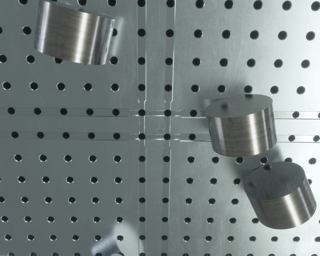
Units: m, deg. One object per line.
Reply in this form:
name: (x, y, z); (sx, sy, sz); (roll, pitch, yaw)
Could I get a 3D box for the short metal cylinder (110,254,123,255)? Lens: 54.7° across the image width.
short metal cylinder: (-0.073, 0.242, 0.473); (0.050, 0.080, 0.080); (-35, 107, 12)

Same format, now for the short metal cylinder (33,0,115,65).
short metal cylinder: (-0.094, -0.106, 0.344); (0.081, 0.080, 0.050); (14, 110, -6)

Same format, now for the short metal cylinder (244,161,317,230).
short metal cylinder: (0.162, 0.089, 0.419); (0.080, 0.080, 0.050); (-25, 109, 8)

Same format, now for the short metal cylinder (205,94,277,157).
short metal cylinder: (0.100, -0.005, 0.384); (0.080, 0.080, 0.050); (-13, 110, 4)
